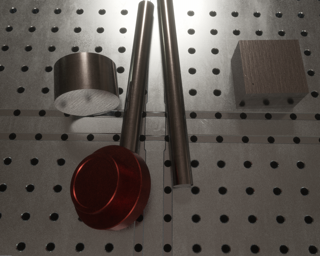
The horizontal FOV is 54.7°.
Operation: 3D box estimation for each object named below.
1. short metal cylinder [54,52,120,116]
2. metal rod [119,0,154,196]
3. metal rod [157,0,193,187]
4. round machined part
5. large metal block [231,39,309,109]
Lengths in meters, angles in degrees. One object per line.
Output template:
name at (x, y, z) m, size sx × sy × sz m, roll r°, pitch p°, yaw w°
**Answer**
short metal cylinder at (-0.095, -0.054, 0.401) m, size 0.081 × 0.080 × 0.050 m, roll -7°, pitch 70°, yaw -3°
metal rod at (-0.034, -0.049, 0.429) m, size 0.025 × 0.025 × 0.299 m, roll 5°, pitch 70°, yaw 1°
metal rod at (0.018, -0.068, 0.436) m, size 0.025 × 0.025 × 0.299 m, roll -4°, pitch 70°, yaw -2°
round machined part at (-0.063, 0.066, 0.356) m, size 0.098 × 0.042 × 0.098 m, roll -12°, pitch 65°, yaw 26°
large metal block at (0.147, -0.073, 0.427) m, size 0.081 × 0.050 × 0.080 m, roll -1°, pitch 70°, yaw -1°
